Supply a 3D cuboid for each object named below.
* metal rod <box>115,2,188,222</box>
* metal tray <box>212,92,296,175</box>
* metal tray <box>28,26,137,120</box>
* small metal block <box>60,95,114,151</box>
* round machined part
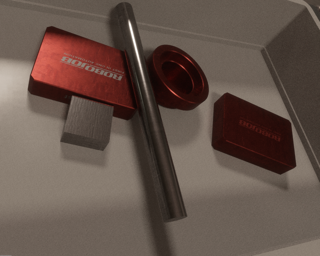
[{"bbox_3d":[-0.018,-0.038,0.381,0.025,0.025,0.299,0,62,-29],"label":"metal rod"},{"bbox_3d":[0.145,0.009,0.478,0.131,0.030,0.090,21,54,-16],"label":"metal tray"},{"bbox_3d":[-0.089,-0.069,0.398,0.131,0.030,0.090,15,55,-20],"label":"metal tray"},{"bbox_3d":[-0.085,-0.005,0.364,0.050,0.025,0.050,15,56,-20],"label":"small metal block"},{"bbox_3d":[0.019,-0.066,0.439,0.099,0.042,0.098,23,49,-28],"label":"round machined part"}]
